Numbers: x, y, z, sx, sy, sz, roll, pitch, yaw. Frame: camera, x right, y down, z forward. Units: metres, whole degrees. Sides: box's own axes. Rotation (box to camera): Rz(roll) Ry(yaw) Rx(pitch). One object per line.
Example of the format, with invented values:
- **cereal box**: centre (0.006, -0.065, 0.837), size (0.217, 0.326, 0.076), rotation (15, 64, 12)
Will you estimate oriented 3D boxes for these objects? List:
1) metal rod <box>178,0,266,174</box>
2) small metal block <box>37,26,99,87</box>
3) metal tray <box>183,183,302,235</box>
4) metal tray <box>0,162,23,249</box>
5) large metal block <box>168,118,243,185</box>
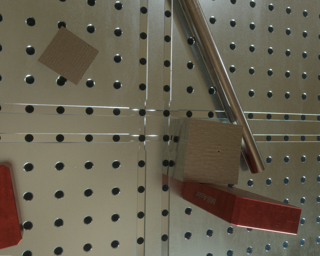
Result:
- **metal rod**: centre (0.087, -0.071, 0.446), size (0.025, 0.025, 0.299), rotation (-28, 99, -18)
- **small metal block**: centre (-0.110, -0.084, 0.372), size (0.050, 0.025, 0.050), rotation (33, 79, -17)
- **metal tray**: centre (0.097, 0.096, 0.394), size (0.091, 0.130, 0.030), rotation (14, 85, -20)
- **metal tray**: centre (-0.223, 0.093, 0.328), size (0.131, 0.030, 0.089), rotation (-10, 94, -20)
- **large metal block**: centre (0.062, 0.031, 0.424), size (0.081, 0.050, 0.080), rotation (7, 88, -20)
